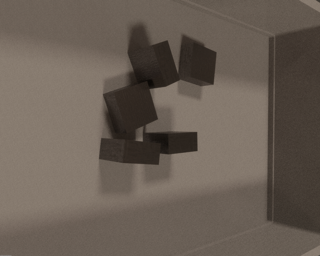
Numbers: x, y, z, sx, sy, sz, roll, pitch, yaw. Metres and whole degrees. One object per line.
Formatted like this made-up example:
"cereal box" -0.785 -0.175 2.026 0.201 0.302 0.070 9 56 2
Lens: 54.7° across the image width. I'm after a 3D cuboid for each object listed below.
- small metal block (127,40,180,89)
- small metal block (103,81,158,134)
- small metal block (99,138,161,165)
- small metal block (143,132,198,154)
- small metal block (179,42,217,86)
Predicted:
"small metal block" -0.008 -0.077 0.385 0.025 0.050 0.050 -31 109 -36
"small metal block" -0.035 -0.026 0.379 0.050 0.025 0.050 -26 107 -37
"small metal block" -0.035 0.027 0.362 0.050 0.050 0.025 9 85 -40
"small metal block" 0.013 0.018 0.403 0.050 0.050 0.025 -2 92 -40
"small metal block" 0.055 -0.092 0.455 0.050 0.025 0.050 10 84 -40
